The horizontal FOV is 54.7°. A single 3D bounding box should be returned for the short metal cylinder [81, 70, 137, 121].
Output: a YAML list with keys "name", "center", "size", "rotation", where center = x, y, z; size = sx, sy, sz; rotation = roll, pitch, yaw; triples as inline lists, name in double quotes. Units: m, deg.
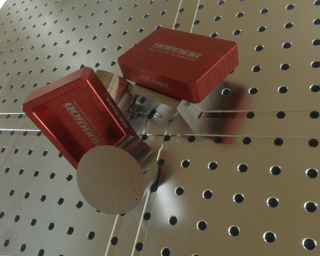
- name: "short metal cylinder"
  center: [-0.076, -0.038, 0.436]
  size: [0.080, 0.080, 0.050]
  rotation: [7, 65, 31]

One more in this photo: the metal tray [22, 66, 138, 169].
- name: "metal tray"
  center: [-0.093, -0.002, 0.389]
  size: [0.090, 0.130, 0.030]
  rotation: [-22, 33, 15]

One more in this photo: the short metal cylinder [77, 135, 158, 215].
- name: "short metal cylinder"
  center: [-0.048, 0.052, 0.359]
  size: [0.080, 0.050, 0.079]
  rotation: [3, 102, 15]

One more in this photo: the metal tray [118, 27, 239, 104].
- name: "metal tray"
  center: [0.021, -0.085, 0.397]
  size: [0.130, 0.030, 0.090]
  rotation: [25, 57, 37]

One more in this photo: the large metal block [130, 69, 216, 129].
- name: "large metal block"
  center: [0.021, -0.056, 0.416]
  size: [0.080, 0.050, 0.080]
  rotation: [23, 74, 36]
